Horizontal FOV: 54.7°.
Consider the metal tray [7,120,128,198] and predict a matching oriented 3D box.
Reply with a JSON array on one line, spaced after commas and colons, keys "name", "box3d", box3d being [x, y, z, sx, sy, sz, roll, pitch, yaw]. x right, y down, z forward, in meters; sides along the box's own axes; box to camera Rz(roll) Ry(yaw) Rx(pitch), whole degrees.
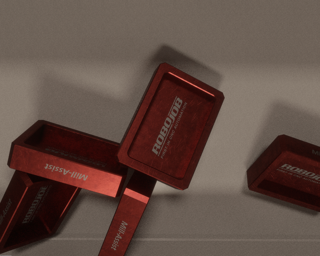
[{"name": "metal tray", "box3d": [-0.105, 0.035, 0.387, 0.131, 0.090, 0.030, 18, 108, -7]}]

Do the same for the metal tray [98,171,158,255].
[{"name": "metal tray", "box3d": [-0.039, 0.111, 0.408, 0.030, 0.090, 0.129, 24, 115, 2]}]

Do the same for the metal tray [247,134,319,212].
[{"name": "metal tray", "box3d": [0.197, 0.066, 0.417, 0.131, 0.030, 0.089, 18, 134, -7]}]

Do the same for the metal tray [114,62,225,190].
[{"name": "metal tray", "box3d": [0.013, -0.002, 0.375, 0.090, 0.030, 0.130, 26, 77, -10]}]

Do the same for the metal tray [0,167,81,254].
[{"name": "metal tray", "box3d": [-0.160, 0.101, 0.407, 0.030, 0.091, 0.129, 45, 114, 26]}]
